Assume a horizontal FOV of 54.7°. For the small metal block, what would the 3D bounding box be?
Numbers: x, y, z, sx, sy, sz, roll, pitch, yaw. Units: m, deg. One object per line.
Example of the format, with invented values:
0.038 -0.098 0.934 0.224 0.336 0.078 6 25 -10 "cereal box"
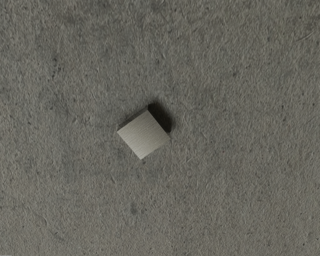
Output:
-0.021 0.005 0.413 0.050 0.025 0.050 -35 107 11 "small metal block"
